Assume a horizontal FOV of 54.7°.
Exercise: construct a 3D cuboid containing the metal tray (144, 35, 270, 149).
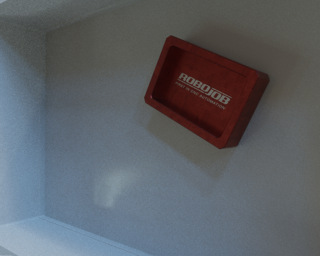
[{"bbox_3d":[0.047,-0.045,0.362,0.130,0.030,0.089,34,111,34],"label":"metal tray"}]
